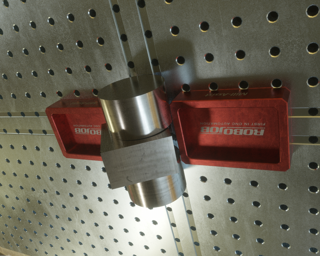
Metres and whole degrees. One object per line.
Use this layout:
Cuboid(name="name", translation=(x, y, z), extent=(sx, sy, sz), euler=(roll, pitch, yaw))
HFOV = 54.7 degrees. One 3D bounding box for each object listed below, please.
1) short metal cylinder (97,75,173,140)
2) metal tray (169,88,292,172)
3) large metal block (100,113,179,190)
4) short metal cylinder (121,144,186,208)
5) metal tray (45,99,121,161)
Cuboid(name="short metal cylinder", translation=(-0.029, -0.027, 0.374), extent=(0.080, 0.080, 0.050), euler=(2, 119, 27))
Cuboid(name="metal tray", translation=(0.083, 0.002, 0.365), extent=(0.130, 0.030, 0.089), euler=(1, 119, 27))
Cuboid(name="large metal block", translation=(-0.027, 0.024, 0.386), extent=(0.080, 0.080, 0.050), euler=(-13, 116, -4))
Cuboid(name="short metal cylinder", translation=(-0.008, 0.061, 0.417), extent=(0.080, 0.080, 0.050), euler=(2, 119, 27))
Cuboid(name="metal tray", translation=(-0.100, 0.004, 0.463), extent=(0.130, 0.030, 0.089), euler=(1, 119, 27))
